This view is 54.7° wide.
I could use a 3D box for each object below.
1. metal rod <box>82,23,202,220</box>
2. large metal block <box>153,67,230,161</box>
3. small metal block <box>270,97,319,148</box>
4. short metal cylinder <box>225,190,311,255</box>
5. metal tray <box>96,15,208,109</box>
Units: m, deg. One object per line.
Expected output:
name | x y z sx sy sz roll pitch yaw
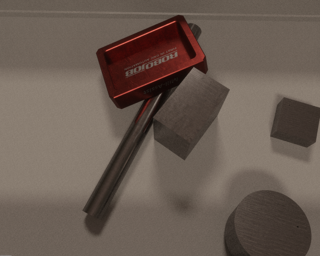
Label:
metal rod | -0.015 -0.022 0.417 0.025 0.025 0.300 25 72 8
large metal block | 0.036 -0.015 0.386 0.050 0.080 0.080 35 74 11
small metal block | 0.182 -0.007 0.415 0.050 0.025 0.050 18 71 6
short metal cylinder | 0.118 0.117 0.347 0.081 0.050 0.080 1 59 -1
metal tray | -0.013 -0.090 0.418 0.131 0.030 0.090 -22 60 3
